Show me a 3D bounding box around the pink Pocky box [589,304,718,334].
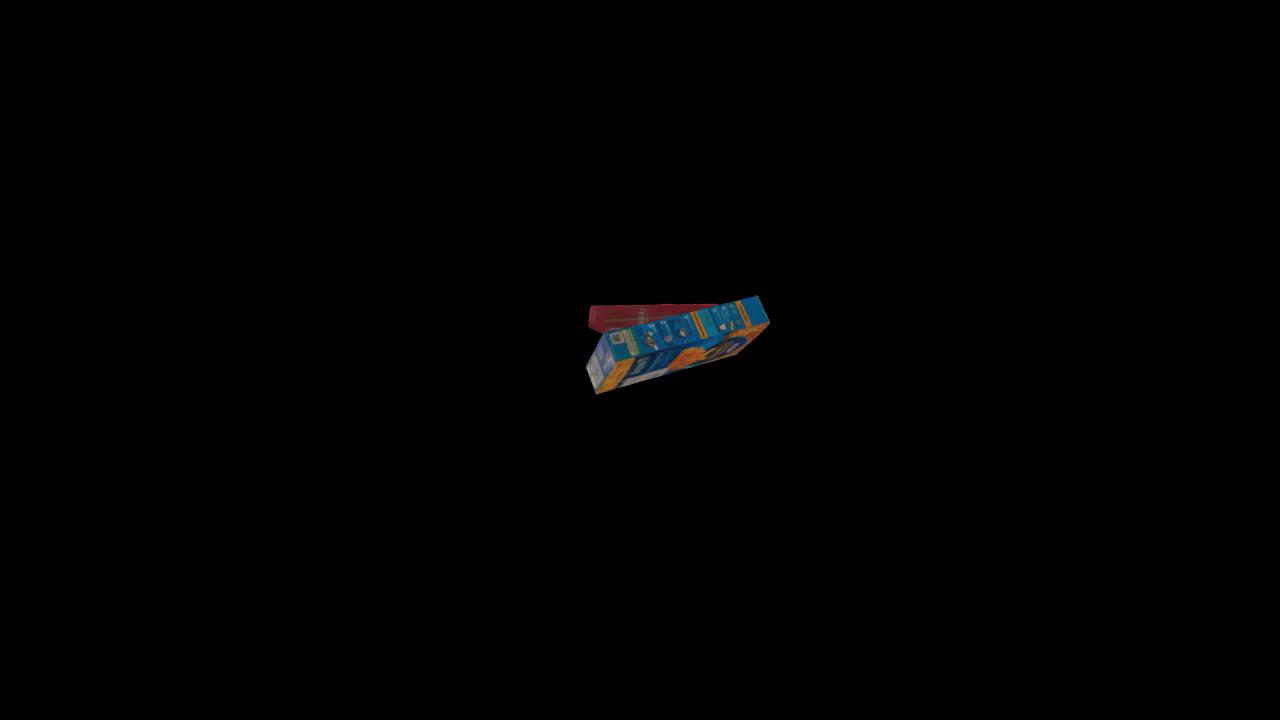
[{"bbox_3d":[0.027,-0.042,0.711,0.155,0.029,0.084,1,-9,22],"label":"pink Pocky box"}]

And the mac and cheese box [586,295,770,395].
[{"bbox_3d":[0.039,-0.016,0.661,0.184,0.041,0.093,-15,-18,-23],"label":"mac and cheese box"}]
